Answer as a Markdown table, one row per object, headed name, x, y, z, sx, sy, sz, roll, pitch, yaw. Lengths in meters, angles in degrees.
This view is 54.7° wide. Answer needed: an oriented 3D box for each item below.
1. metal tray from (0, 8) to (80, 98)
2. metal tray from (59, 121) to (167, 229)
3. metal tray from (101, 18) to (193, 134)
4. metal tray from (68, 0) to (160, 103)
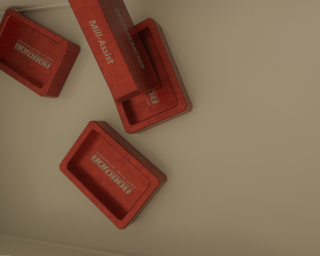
| name | x | y | z | sx | sy | sz | roll | pitch | yaw |
| --- | --- | --- | --- | --- | --- | --- | --- | --- | --- |
| metal tray | -0.196 | -0.114 | 0.474 | 0.130 | 0.030 | 0.090 | 31 | 100 | 17 |
| metal tray | -0.067 | 0.062 | 0.430 | 0.130 | 0.030 | 0.090 | 40 | 102 | 15 |
| metal tray | -0.022 | -0.067 | 0.414 | 0.090 | 0.030 | 0.129 | -23 | 83 | 18 |
| metal tray | -0.049 | -0.099 | 0.363 | 0.030 | 0.090 | 0.129 | -22 | 96 | 18 |
